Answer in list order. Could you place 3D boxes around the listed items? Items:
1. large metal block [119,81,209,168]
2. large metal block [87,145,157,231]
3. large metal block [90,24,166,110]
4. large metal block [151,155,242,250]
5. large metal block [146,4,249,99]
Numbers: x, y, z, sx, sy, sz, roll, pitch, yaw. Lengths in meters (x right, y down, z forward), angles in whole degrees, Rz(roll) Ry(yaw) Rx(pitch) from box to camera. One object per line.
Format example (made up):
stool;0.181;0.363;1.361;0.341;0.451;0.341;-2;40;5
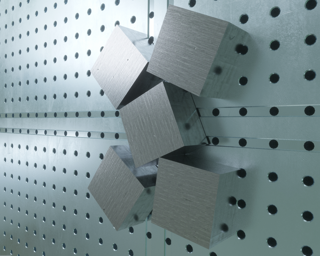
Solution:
large metal block;0.003;-0.002;0.391;0.080;0.050;0.080;-28;72;36
large metal block;-0.045;0.080;0.430;0.080;0.050;0.080;45;117;31
large metal block;-0.041;-0.081;0.428;0.080;0.050;0.080;-52;59;28
large metal block;0.041;0.080;0.360;0.080;0.050;0.080;12;97;39
large metal block;0.041;-0.087;0.358;0.080;0.050;0.080;31;110;33
